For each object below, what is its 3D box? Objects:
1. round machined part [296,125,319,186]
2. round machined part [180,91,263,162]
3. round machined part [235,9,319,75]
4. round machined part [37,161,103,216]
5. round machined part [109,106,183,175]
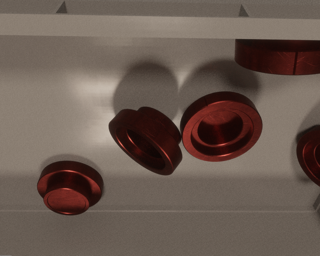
[{"bbox_3d":[0.237,0.038,0.410,0.042,0.098,0.097,-30,136,-25],"label":"round machined part"},{"bbox_3d":[0.074,-0.006,0.391,0.099,0.042,0.097,-3,130,-3],"label":"round machined part"},{"bbox_3d":[0.122,-0.086,0.292,0.099,0.098,0.042,-3,118,2],"label":"round machined part"},{"bbox_3d":[-0.140,0.099,0.480,0.099,0.042,0.097,-1,130,0],"label":"round machined part"},{"bbox_3d":[-0.013,0.011,0.387,0.098,0.042,0.098,31,153,18],"label":"round machined part"}]
